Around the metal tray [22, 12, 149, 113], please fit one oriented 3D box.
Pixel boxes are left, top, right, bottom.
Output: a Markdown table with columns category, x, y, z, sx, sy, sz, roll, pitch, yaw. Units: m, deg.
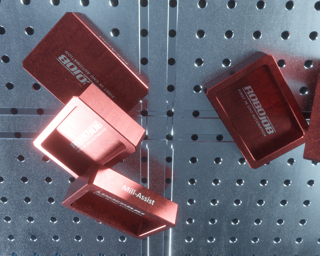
| category | x | y | z | sx | sy | sz | roll | pitch | yaw |
| --- | --- | --- | --- | --- | --- | --- | --- | --- | --- |
| metal tray | -0.089 | -0.065 | 0.386 | 0.090 | 0.030 | 0.130 | -42 | 105 | 14 |

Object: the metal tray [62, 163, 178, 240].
| category | x | y | z | sx | sy | sz | roll | pitch | yaw |
| --- | --- | --- | --- | --- | --- | --- | --- | --- | --- |
| metal tray | -0.053 | 0.104 | 0.416 | 0.130 | 0.030 | 0.090 | 32 | 136 | -21 |

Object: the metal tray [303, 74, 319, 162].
| category | x | y | z | sx | sy | sz | roll | pitch | yaw |
| --- | --- | --- | --- | --- | --- | --- | --- | --- | --- |
| metal tray | 0.195 | -0.024 | 0.351 | 0.030 | 0.131 | 0.089 | 13 | 113 | 29 |

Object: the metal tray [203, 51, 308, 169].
| category | x | y | z | sx | sy | sz | roll | pitch | yaw |
| --- | --- | --- | --- | --- | --- | --- | --- | --- | --- |
| metal tray | 0.127 | -0.021 | 0.403 | 0.090 | 0.030 | 0.130 | -31 | 107 | 11 |

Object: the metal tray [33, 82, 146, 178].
| category | x | y | z | sx | sy | sz | roll | pitch | yaw |
| --- | --- | --- | --- | --- | --- | --- | --- | --- | --- |
| metal tray | -0.091 | 0.013 | 0.383 | 0.090 | 0.030 | 0.129 | 42 | 133 | -14 |
